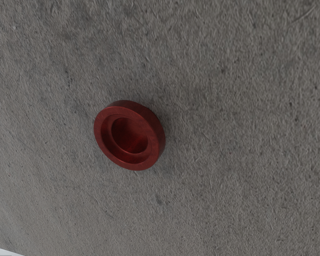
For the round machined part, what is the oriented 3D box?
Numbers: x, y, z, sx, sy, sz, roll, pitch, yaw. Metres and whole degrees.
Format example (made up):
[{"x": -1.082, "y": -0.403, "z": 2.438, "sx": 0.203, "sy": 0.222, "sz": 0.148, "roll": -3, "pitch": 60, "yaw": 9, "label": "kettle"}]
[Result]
[{"x": -0.037, "y": 0.006, "z": 0.420, "sx": 0.098, "sy": 0.042, "sz": 0.097, "roll": 13, "pitch": 124, "yaw": 21, "label": "round machined part"}]
